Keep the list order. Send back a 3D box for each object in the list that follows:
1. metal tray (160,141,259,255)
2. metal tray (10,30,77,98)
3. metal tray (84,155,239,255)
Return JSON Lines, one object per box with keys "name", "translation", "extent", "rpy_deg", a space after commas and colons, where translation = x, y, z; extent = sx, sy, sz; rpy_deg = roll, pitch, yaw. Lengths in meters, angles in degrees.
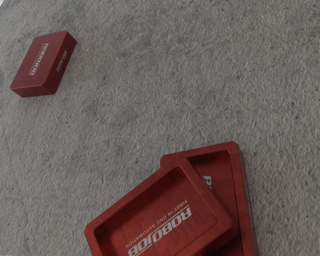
{"name": "metal tray", "translation": [0.047, 0.084, 0.323], "extent": [0.090, 0.030, 0.130], "rpy_deg": [-13, 56, 20]}
{"name": "metal tray", "translation": [-0.221, -0.123, 0.592], "extent": [0.090, 0.030, 0.130], "rpy_deg": [-2, 61, 27]}
{"name": "metal tray", "translation": [-0.003, 0.099, 0.302], "extent": [0.130, 0.030, 0.090], "rpy_deg": [-38, 51, 2]}
